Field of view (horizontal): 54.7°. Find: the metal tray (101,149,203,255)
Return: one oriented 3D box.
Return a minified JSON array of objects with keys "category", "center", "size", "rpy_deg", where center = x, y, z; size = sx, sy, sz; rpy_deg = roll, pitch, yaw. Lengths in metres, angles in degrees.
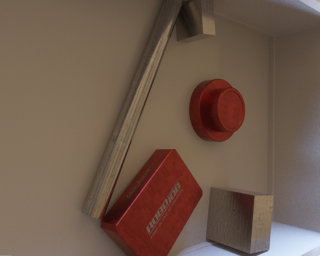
[{"category":"metal tray","center":[-0.004,0.101,0.395],"size":[0.130,0.030,0.090],"rpy_deg":[-51,120,-34]}]

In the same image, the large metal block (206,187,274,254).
[{"category":"large metal block","center":[0.121,0.137,0.476],"size":[0.050,0.080,0.080],"rpy_deg":[10,84,-40]}]

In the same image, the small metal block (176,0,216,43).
[{"category":"small metal block","center":[0.048,-0.150,0.433],"size":[0.025,0.050,0.050],"rpy_deg":[-8,95,-40]}]

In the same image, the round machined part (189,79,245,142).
[{"category":"round machined part","center":[0.094,-0.027,0.477],"size":[0.099,0.042,0.097],"rpy_deg":[0,90,-40]}]

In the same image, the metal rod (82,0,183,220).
[{"category":"metal rod","center":[-0.028,-0.038,0.384],"size":[0.025,0.025,0.299],"rpy_deg":[31,71,-36]}]
